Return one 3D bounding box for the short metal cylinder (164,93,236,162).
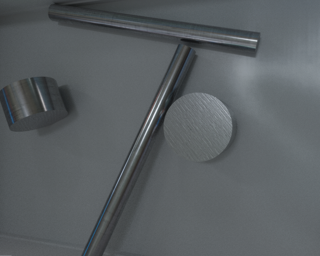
[{"bbox_3d":[0.051,-0.001,0.379,0.080,0.050,0.079,0,90,19],"label":"short metal cylinder"}]

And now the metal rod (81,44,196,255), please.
[{"bbox_3d":[-0.028,0.034,0.398,0.025,0.025,0.299,25,90,18],"label":"metal rod"}]

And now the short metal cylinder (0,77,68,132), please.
[{"bbox_3d":[-0.180,-0.033,0.443,0.080,0.080,0.050,-24,82,18],"label":"short metal cylinder"}]

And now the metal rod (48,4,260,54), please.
[{"bbox_3d":[-0.021,-0.137,0.417,0.301,0.025,0.025,15,95,19],"label":"metal rod"}]
